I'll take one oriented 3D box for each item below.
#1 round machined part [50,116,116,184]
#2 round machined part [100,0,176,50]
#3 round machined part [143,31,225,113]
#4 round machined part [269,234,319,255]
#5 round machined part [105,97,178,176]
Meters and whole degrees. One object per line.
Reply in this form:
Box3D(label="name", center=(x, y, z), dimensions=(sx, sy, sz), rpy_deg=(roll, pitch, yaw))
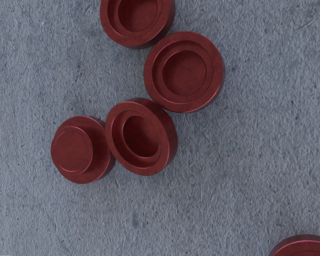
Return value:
Box3D(label="round machined part", center=(-0.114, 0.031, 0.440), dimensions=(0.098, 0.042, 0.097), rpy_deg=(0, 90, 20))
Box3D(label="round machined part", center=(-0.026, -0.152, 0.409), dimensions=(0.098, 0.042, 0.097), rpy_deg=(0, 90, 20))
Box3D(label="round machined part", center=(0.032, -0.067, 0.388), dimensions=(0.098, 0.042, 0.097), rpy_deg=(0, 90, 20))
Box3D(label="round machined part", center=(0.167, 0.165, 0.341), dimensions=(0.098, 0.042, 0.097), rpy_deg=(0, 90, 20))
Box3D(label="round machined part", center=(-0.019, 0.008, 0.394), dimensions=(0.098, 0.042, 0.097), rpy_deg=(14, 116, 30))
